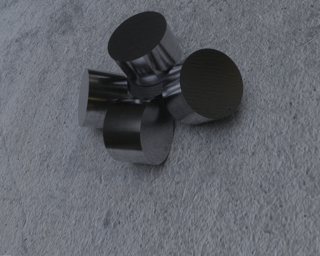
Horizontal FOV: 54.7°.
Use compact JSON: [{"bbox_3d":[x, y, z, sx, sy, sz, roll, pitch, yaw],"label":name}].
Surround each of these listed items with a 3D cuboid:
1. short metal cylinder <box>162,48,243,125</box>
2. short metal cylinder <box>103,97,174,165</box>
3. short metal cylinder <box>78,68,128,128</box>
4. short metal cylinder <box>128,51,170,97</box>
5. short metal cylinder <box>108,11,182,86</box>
[{"bbox_3d":[0.049,-0.046,0.364,0.080,0.080,0.050,-62,16,-16],"label":"short metal cylinder"},{"bbox_3d":[-0.024,0.003,0.378,0.050,0.080,0.080,2,63,29],"label":"short metal cylinder"},{"bbox_3d":[-0.081,-0.039,0.428,0.080,0.050,0.079,-174,90,-67],"label":"short metal cylinder"},{"bbox_3d":[0.001,-0.060,0.425,0.080,0.050,0.080,-13,56,20],"label":"short metal cylinder"},{"bbox_3d":[-0.018,-0.100,0.394,0.080,0.050,0.080,-13,56,20],"label":"short metal cylinder"}]
